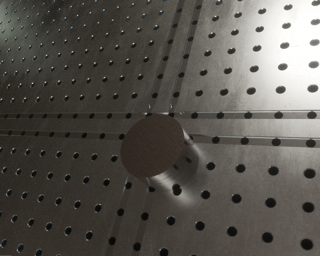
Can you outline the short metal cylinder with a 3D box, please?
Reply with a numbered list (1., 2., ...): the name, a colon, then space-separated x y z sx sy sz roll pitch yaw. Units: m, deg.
1. short metal cylinder: 0.000 0.030 0.372 0.080 0.050 0.080 -13 56 20
